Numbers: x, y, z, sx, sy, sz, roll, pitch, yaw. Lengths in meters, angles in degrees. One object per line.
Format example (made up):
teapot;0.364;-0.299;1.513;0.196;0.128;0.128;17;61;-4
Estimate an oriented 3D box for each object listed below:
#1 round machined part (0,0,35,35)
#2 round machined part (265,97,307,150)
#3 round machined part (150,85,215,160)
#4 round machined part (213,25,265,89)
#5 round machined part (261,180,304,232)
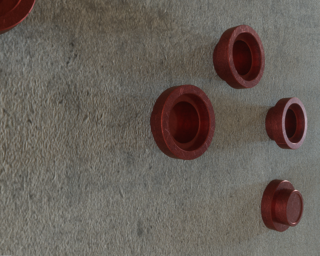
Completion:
round machined part;-0.160;-0.125;0.259;0.099;0.042;0.097;0;90;-40
round machined part;0.239;-0.009;0.593;0.099;0.042;0.097;0;90;-40
round machined part;0.026;-0.007;0.415;0.099;0.042;0.097;0;90;-40
round machined part;0.122;-0.111;0.496;0.099;0.042;0.097;0;90;-40
round machined part;0.240;0.150;0.595;0.099;0.042;0.097;0;90;-40
